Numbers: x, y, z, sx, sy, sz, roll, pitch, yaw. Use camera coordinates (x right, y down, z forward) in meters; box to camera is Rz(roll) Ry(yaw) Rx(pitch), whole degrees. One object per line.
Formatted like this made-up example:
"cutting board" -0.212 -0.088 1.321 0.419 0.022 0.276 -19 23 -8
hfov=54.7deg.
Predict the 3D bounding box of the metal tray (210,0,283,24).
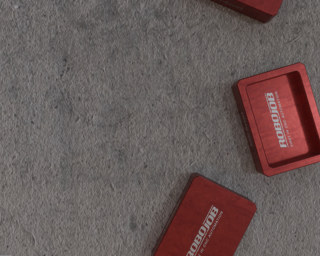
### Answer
"metal tray" 0.105 -0.207 0.408 0.131 0.030 0.090 23 90 0

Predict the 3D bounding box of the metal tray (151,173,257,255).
"metal tray" 0.056 0.136 0.408 0.090 0.030 0.130 27 90 0

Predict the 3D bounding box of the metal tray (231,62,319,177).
"metal tray" 0.158 -0.011 0.408 0.090 0.030 0.129 -17 90 0
